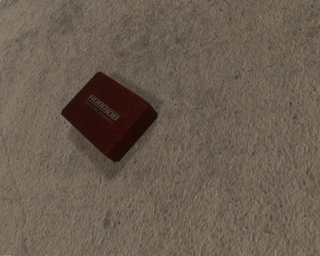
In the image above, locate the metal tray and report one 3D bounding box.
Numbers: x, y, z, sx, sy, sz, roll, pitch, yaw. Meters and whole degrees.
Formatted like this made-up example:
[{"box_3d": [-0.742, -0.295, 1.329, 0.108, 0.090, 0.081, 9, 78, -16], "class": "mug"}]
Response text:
[{"box_3d": [-0.077, -0.021, 0.452, 0.090, 0.030, 0.130, -49, 52, -7], "class": "metal tray"}]
